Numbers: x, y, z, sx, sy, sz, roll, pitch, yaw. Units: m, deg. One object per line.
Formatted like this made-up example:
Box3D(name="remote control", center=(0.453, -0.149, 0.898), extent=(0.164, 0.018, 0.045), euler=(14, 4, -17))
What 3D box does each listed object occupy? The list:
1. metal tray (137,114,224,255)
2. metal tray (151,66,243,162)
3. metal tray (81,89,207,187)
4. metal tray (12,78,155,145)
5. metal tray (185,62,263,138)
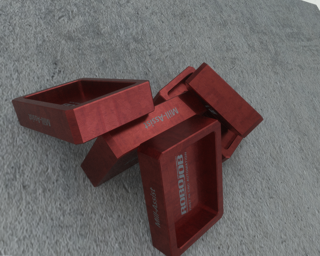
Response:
Box3D(name="metal tray", center=(0.027, 0.061, 0.328), extent=(0.091, 0.030, 0.129), euler=(-28, 122, -37))
Box3D(name="metal tray", center=(0.062, -0.020, 0.450), extent=(0.130, 0.030, 0.090), euler=(44, 51, 2))
Box3D(name="metal tray", center=(-0.017, 0.010, 0.349), extent=(0.131, 0.090, 0.030), euler=(-28, 78, -38))
Box3D(name="metal tray", center=(-0.081, -0.024, 0.317), extent=(0.091, 0.130, 0.030), euler=(-27, 116, -38))
Box3D(name="metal tray", center=(0.076, -0.034, 0.397), extent=(0.090, 0.030, 0.130), euler=(44, 6, 1))
